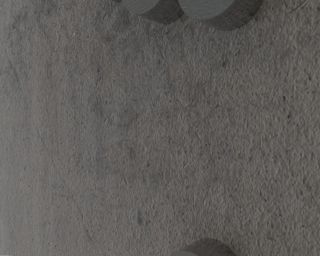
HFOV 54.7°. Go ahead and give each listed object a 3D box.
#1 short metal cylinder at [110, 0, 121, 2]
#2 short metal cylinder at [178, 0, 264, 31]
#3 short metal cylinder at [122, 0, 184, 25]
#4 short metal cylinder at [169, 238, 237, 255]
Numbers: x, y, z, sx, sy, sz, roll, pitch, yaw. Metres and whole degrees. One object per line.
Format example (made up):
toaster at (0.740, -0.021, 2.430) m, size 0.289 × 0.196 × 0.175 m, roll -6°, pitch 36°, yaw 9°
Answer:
short metal cylinder at (-0.073, -0.231, 0.449) m, size 0.080 × 0.050 × 0.080 m, roll 0°, pitch 90°, yaw 40°
short metal cylinder at (0.066, -0.151, 0.334) m, size 0.080 × 0.050 × 0.080 m, roll 0°, pitch 90°, yaw 40°
short metal cylinder at (-0.004, -0.178, 0.392) m, size 0.080 × 0.050 × 0.080 m, roll 0°, pitch 90°, yaw 40°
short metal cylinder at (0.048, 0.172, 0.349) m, size 0.080 × 0.050 × 0.080 m, roll 0°, pitch 90°, yaw 40°
